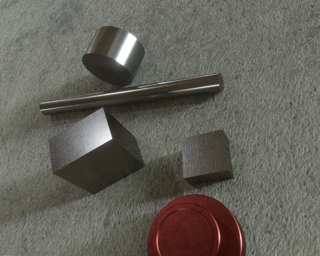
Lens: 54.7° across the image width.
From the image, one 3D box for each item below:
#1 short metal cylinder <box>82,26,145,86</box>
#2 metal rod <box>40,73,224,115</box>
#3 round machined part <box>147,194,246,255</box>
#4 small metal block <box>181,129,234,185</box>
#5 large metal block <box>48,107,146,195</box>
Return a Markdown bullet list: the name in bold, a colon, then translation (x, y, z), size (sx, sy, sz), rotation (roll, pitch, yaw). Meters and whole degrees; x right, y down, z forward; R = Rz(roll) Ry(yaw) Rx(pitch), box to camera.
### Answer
- **short metal cylinder**: translation (-0.069, -0.107, 0.469), size (0.080, 0.080, 0.050), rotation (8, 66, 31)
- **metal rod**: translation (-0.058, -0.046, 0.460), size (0.301, 0.025, 0.025), rotation (-5, 59, 25)
- **round machined part**: translation (0.031, 0.113, 0.307), size (0.098, 0.042, 0.098), rotation (-13, 56, 20)
- **small metal block**: translation (0.054, 0.034, 0.354), size (0.050, 0.025, 0.050), rotation (-14, 56, 20)
- **large metal block**: translation (-0.078, 0.032, 0.388), size (0.080, 0.080, 0.050), rotation (-30, 52, 9)
